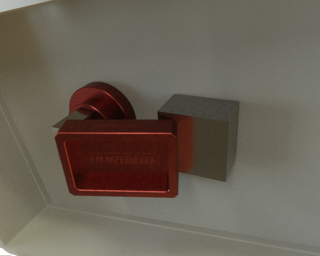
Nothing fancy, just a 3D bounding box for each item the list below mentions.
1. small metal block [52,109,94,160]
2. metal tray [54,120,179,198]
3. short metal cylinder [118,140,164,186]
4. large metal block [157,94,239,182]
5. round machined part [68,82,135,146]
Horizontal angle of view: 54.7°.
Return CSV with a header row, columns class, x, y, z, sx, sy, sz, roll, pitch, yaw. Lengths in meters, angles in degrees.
class,x,y,z,sx,sy,sz,roll,pitch,yaw
small metal block,-0.107,0.010,0.397,0.025,0.050,0.050,12,123,21
metal tray,-0.045,0.036,0.357,0.131,0.030,0.089,0,121,6
short metal cylinder,-0.027,0.048,0.418,0.080,0.050,0.079,6,132,7
large metal block,0.047,0.010,0.369,0.080,0.050,0.079,9,123,23
round machined part,-0.087,-0.012,0.432,0.098,0.042,0.097,13,124,20
